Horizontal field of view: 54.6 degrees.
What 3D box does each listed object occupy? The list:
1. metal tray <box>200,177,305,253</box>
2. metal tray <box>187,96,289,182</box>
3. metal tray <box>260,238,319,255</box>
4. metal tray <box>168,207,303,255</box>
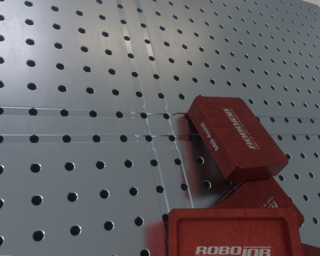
[{"bbox_3d":[0.119,0.118,0.396,0.131,0.030,0.090,-28,77,-37],"label":"metal tray"},{"bbox_3d":[0.105,0.010,0.433,0.091,0.030,0.130,-1,47,-29],"label":"metal tray"},{"bbox_3d":[0.150,0.195,0.341,0.090,0.030,0.130,22,64,-27],"label":"metal tray"},{"bbox_3d":[0.075,0.130,0.318,0.131,0.030,0.090,-2,65,6],"label":"metal tray"}]
